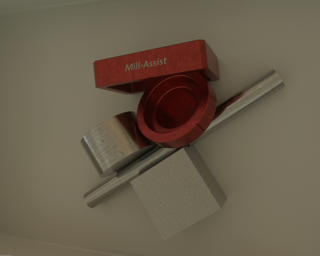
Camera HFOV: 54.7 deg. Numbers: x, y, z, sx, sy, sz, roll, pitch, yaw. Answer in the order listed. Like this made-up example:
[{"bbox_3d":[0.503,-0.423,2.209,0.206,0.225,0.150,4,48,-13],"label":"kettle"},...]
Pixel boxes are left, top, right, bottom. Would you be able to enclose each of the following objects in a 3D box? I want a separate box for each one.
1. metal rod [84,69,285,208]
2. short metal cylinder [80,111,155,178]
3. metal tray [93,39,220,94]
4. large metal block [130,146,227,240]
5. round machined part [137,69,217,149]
[{"bbox_3d":[0.019,0.022,0.401,0.300,0.025,0.025,-34,79,16],"label":"metal rod"},{"bbox_3d":[-0.053,0.022,0.397,0.080,0.080,0.050,-35,79,16],"label":"short metal cylinder"},{"bbox_3d":[-0.001,-0.068,0.373,0.130,0.090,0.030,-7,88,19],"label":"metal tray"},{"bbox_3d":[0.024,0.078,0.385,0.080,0.050,0.080,-34,79,16],"label":"large metal block"},{"bbox_3d":[0.024,-0.020,0.376,0.098,0.042,0.098,-17,57,28],"label":"round machined part"}]
